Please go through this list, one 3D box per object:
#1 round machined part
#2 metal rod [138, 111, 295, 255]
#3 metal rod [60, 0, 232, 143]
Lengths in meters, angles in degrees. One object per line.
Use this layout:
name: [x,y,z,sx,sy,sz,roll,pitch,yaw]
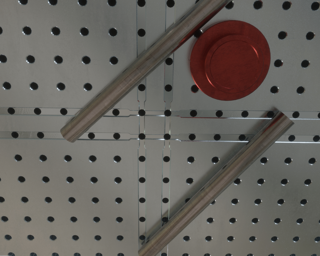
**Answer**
round machined part: [0.086,-0.080,0.376,0.099,0.042,0.097,0,110,-1]
metal rod: [0.072,0.093,0.448,0.025,0.025,0.299,38,105,-13]
metal rod: [-0.012,-0.084,0.382,0.300,0.025,0.025,-40,106,13]
